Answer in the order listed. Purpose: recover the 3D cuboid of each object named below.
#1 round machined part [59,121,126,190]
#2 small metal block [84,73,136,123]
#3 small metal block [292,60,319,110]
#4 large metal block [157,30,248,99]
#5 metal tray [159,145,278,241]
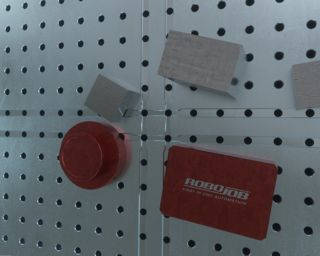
[{"bbox_3d":[-0.102,0.039,0.438,0.098,0.042,0.097,0,90,19],"label":"round machined part"},{"bbox_3d":[-0.071,-0.042,0.437,0.050,0.025,0.050,31,100,17],"label":"small metal block"},{"bbox_3d":[0.179,-0.049,0.350,0.050,0.025,0.050,-7,88,19],"label":"small metal block"},{"bbox_3d":[0.053,-0.072,0.364,0.080,0.080,0.050,18,96,19],"label":"large metal block"},{"bbox_3d":[0.071,0.075,0.385,0.130,0.030,0.089,10,93,19],"label":"metal tray"}]
